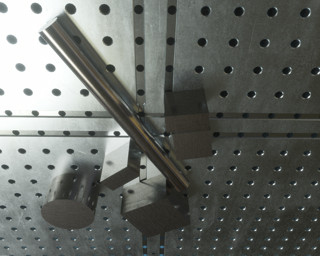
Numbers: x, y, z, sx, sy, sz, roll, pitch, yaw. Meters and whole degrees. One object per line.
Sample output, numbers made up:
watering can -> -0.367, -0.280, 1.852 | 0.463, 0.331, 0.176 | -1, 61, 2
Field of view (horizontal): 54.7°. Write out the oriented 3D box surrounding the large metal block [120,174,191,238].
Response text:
large metal block -> -0.006, 0.127, 0.504 | 0.080, 0.050, 0.080 | -23, 127, 18

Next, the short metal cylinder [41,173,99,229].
short metal cylinder -> -0.141, 0.118, 0.494 | 0.081, 0.050, 0.079 | 0, 130, 0

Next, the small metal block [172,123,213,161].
small metal block -> 0.044, 0.016, 0.426 | 0.050, 0.025, 0.050 | -7, 130, 5

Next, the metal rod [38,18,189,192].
metal rod -> -0.040, -0.008, 0.403 | 0.025, 0.025, 0.300 | -24, 127, 19

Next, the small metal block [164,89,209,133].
small metal block -> 0.031, -0.022, 0.377 | 0.050, 0.050, 0.025 | -5, 130, 3

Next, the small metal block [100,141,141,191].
small metal block -> -0.055, 0.053, 0.440 | 0.050, 0.050, 0.025 | -31, 124, 23
